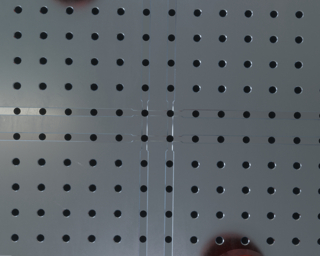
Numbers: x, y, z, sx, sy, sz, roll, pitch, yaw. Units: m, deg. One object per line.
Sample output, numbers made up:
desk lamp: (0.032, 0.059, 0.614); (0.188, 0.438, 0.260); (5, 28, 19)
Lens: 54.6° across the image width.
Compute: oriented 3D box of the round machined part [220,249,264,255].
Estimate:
round machined part: (0.106, 0.206, 0.406); (0.099, 0.042, 0.097); (0, 90, 0)
